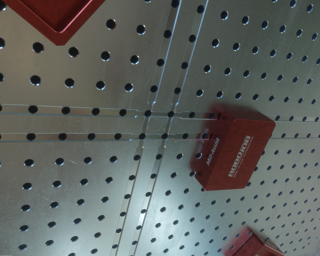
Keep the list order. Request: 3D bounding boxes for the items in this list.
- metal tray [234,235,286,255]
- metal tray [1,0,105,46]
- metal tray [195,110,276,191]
[{"bbox_3d":[0.227,0.304,0.718,0.090,0.030,0.130,-49,129,6],"label":"metal tray"},{"bbox_3d":[-0.081,-0.150,0.270,0.130,0.030,0.090,-46,129,4],"label":"metal tray"},{"bbox_3d":[0.120,0.039,0.496,0.091,0.030,0.129,4,117,-30],"label":"metal tray"}]
